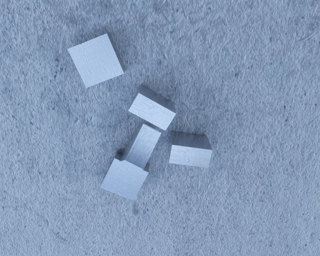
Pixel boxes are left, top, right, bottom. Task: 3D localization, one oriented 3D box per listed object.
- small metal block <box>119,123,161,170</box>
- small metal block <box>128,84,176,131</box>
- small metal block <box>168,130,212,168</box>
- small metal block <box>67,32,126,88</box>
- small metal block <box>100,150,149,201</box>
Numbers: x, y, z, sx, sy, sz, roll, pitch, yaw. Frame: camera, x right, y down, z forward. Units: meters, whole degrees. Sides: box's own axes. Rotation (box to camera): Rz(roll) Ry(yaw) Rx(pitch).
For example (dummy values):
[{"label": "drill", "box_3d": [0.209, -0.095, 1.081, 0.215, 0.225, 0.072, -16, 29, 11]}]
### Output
[{"label": "small metal block", "box_3d": [-0.026, 0.026, 0.395, 0.025, 0.050, 0.050, 29, 74, -10]}, {"label": "small metal block", "box_3d": [-0.009, -0.027, 0.386, 0.050, 0.050, 0.025, 28, 108, -10]}, {"label": "small metal block", "box_3d": [0.038, 0.027, 0.407, 0.050, 0.050, 0.025, 8, 110, -3]}, {"label": "small metal block", "box_3d": [-0.076, -0.083, 0.378, 0.050, 0.025, 0.050, -20, 109, 7]}, {"label": "small metal block", "box_3d": [-0.049, 0.067, 0.434, 0.050, 0.025, 0.050, 24, 108, -9]}]
